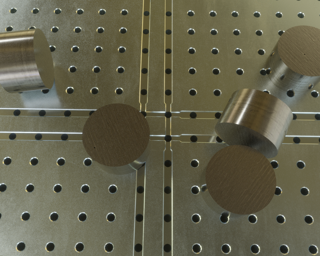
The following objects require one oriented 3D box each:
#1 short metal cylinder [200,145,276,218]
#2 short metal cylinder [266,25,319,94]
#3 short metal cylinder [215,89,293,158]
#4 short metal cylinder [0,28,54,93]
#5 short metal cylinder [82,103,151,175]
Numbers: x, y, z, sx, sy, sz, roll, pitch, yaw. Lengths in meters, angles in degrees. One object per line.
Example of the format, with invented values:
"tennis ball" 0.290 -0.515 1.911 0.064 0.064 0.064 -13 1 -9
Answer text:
"short metal cylinder" 0.092 0.066 0.376 0.081 0.050 0.080 0 70 -1
"short metal cylinder" 0.197 -0.095 0.436 0.081 0.050 0.080 0 70 0
"short metal cylinder" 0.116 -0.004 0.386 0.080 0.080 0.050 27 72 9
"short metal cylinder" -0.179 -0.089 0.413 0.050 0.080 0.080 -7 70 -3
"short metal cylinder" -0.052 0.015 0.392 0.081 0.050 0.080 0 70 0
